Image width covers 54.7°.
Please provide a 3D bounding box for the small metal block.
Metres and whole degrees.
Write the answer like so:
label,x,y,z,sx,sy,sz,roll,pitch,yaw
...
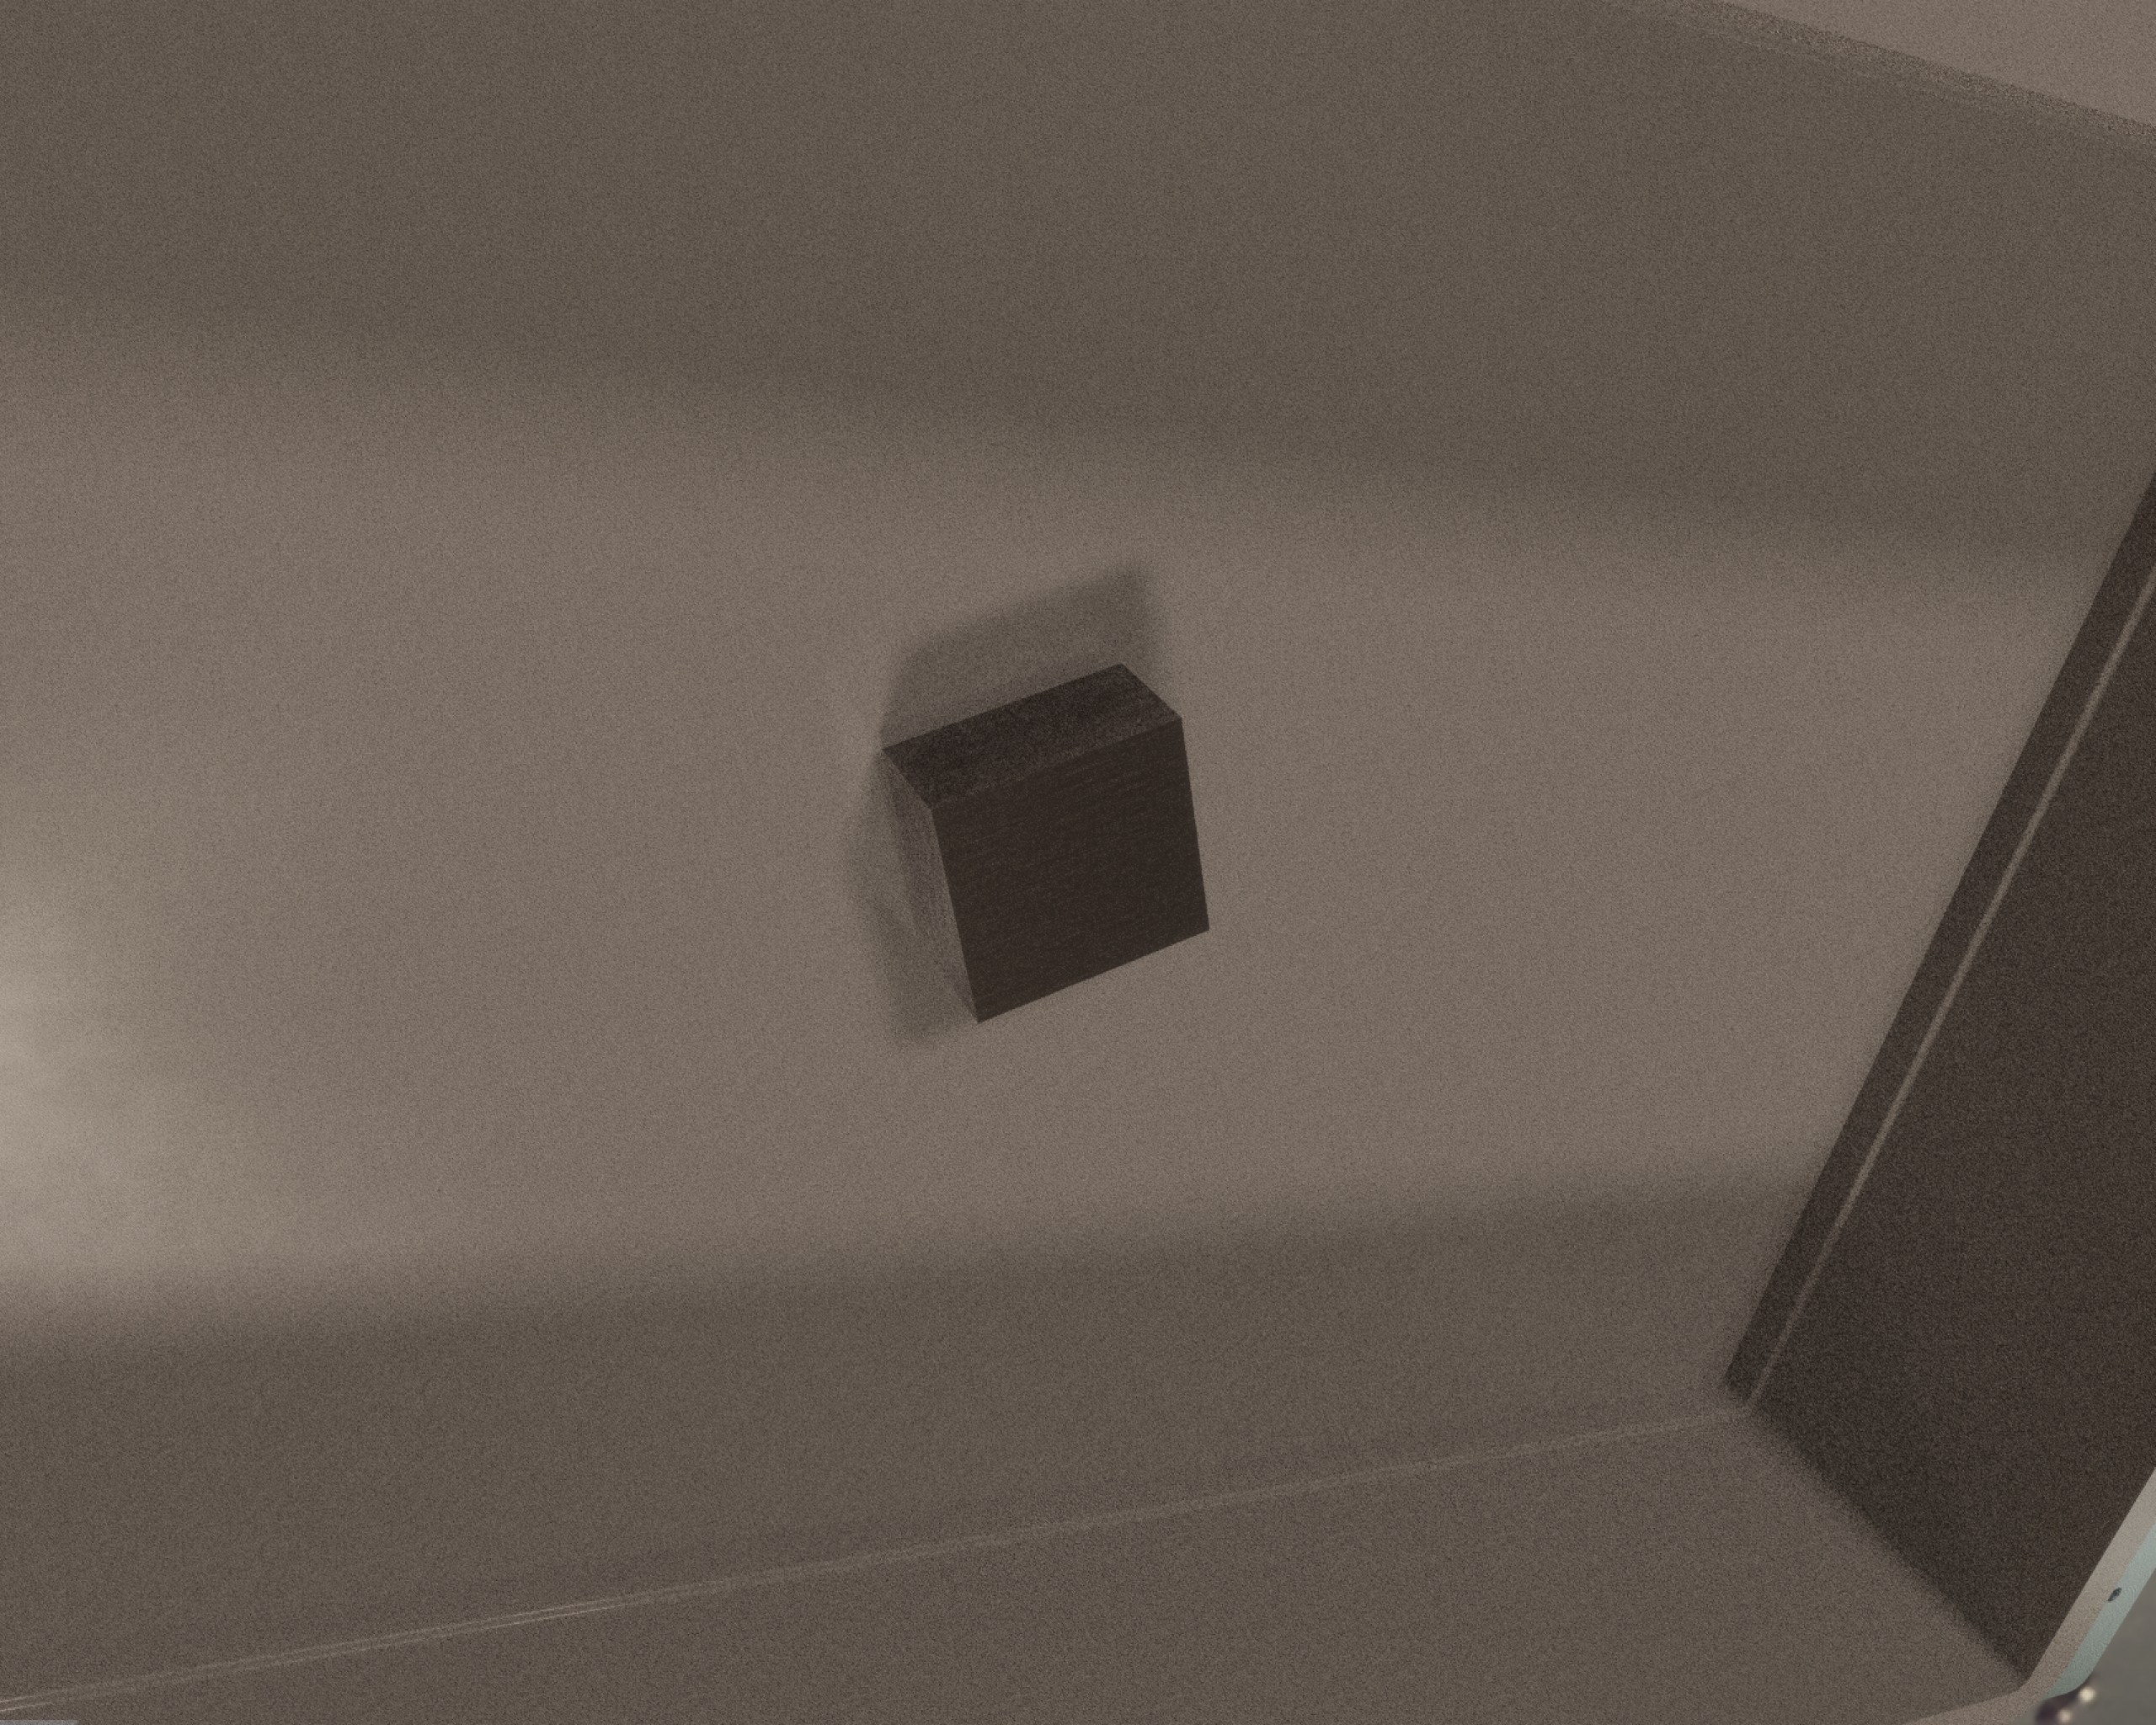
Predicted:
label,x,y,z,sx,sy,sz,roll,pitch,yaw
small metal block,-0.005,-0.004,0.400,0.050,0.025,0.050,-21,127,-16
